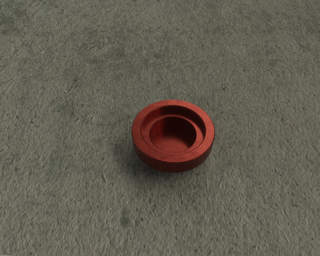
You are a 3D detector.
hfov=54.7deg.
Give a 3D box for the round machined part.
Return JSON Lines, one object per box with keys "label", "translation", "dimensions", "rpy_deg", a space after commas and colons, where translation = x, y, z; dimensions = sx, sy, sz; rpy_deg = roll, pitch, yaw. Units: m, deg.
{"label": "round machined part", "translation": [0.015, 0.014, 0.382], "dimensions": [0.099, 0.042, 0.098], "rpy_deg": [0, 50, 0]}
